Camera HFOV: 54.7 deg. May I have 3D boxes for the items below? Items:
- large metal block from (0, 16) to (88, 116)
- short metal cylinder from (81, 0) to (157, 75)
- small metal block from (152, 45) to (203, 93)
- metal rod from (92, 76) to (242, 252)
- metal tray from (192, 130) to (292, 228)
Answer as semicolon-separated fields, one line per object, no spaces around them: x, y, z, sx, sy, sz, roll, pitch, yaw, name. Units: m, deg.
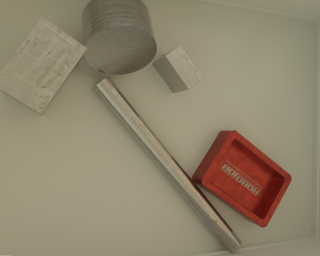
-0.127;-0.061;0.334;0.050;0.080;0.080;35;79;-17;large metal block
-0.048;-0.106;0.357;0.081;0.080;0.050;-1;62;-20;short metal cylinder
0.022;-0.075;0.406;0.025;0.050;0.050;-41;103;-16;small metal block
0.017;0.057;0.418;0.025;0.025;0.300;-42;104;-15;metal rod
0.123;0.074;0.454;0.130;0.030;0.090;37;78;-17;metal tray
